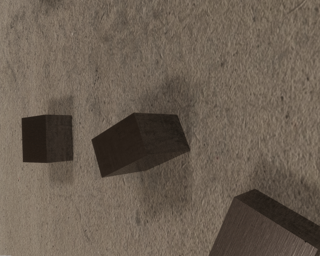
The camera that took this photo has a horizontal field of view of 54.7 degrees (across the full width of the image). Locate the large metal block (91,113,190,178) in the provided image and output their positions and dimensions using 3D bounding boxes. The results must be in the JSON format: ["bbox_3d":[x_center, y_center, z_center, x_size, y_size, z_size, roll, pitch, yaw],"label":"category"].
[{"bbox_3d":[-0.024,0.021,0.387,0.080,0.081,0.050,-29,72,36],"label":"large metal block"}]

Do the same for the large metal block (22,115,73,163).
[{"bbox_3d":[-0.201,0.020,0.551,0.080,0.050,0.080,-4,88,39],"label":"large metal block"}]

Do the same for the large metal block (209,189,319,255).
[{"bbox_3d":[0.103,0.118,0.303,0.080,0.050,0.079,30,108,35],"label":"large metal block"}]
